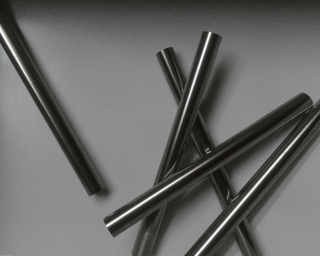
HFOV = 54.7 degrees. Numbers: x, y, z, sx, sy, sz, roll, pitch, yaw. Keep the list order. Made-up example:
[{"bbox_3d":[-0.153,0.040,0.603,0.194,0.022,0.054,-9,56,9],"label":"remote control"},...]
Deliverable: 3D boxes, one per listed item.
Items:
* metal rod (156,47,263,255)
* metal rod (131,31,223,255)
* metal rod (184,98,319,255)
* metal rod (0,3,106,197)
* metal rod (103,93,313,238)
[{"bbox_3d":[0.065,0.035,0.412,0.025,0.025,0.299,-23,90,0],"label":"metal rod"},{"bbox_3d":[0.019,0.029,0.393,0.025,0.025,0.298,17,97,-1],"label":"metal rod"},{"bbox_3d":[0.135,0.062,0.394,0.025,0.025,0.300,44,82,0],"label":"metal rod"},{"bbox_3d":[-0.157,-0.045,0.409,0.025,0.025,0.299,-30,90,0],"label":"metal rod"},{"bbox_3d":[0.068,0.039,0.386,0.301,0.025,0.025,-31,90,-11],"label":"metal rod"}]
